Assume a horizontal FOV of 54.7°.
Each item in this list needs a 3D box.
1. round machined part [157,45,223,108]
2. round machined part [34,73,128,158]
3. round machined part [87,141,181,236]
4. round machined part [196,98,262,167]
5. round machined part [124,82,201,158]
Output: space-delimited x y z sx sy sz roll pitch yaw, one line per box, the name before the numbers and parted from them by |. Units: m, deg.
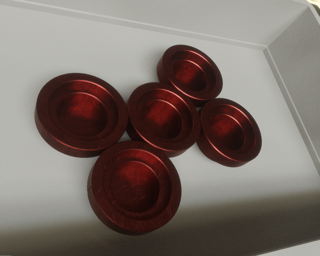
round machined part | 0.040 -0.071 0.456 0.099 0.042 0.098 14 56 -21
round machined part | -0.089 -0.011 0.350 0.099 0.042 0.098 14 56 -21
round machined part | -0.030 0.066 0.334 0.099 0.042 0.098 14 56 -21
round machined part | 0.089 0.010 0.433 0.099 0.042 0.098 14 56 -21
round machined part | -0.001 -0.006 0.394 0.099 0.042 0.098 14 56 -21
